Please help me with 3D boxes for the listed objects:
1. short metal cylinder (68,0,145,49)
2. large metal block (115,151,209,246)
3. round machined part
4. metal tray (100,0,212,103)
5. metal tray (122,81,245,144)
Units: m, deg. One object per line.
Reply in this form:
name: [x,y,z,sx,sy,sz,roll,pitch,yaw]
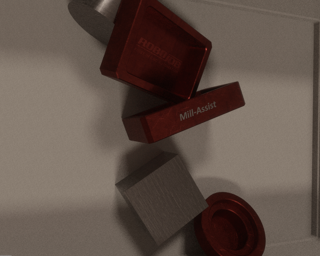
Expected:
short metal cylinder: [-0.058,-0.136,0.360,0.080,0.080,0.050,34,79,-17]
large metal block: [0.002,0.087,0.399,0.080,0.050,0.080,-33,101,-17]
round machined part: [0.089,0.140,0.419,0.099,0.042,0.098,16,47,-17]
metal tray: [0.002,-0.083,0.360,0.131,0.030,0.090,17,93,-48]
metal tray: [0.027,-0.020,0.386,0.131,0.090,0.030,-22,98,-19]
